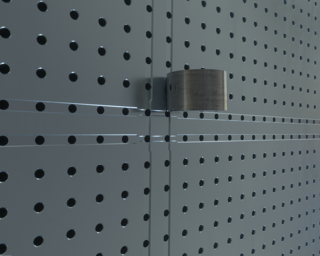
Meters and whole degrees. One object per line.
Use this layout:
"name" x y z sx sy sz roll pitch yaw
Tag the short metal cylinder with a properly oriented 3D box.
"short metal cylinder" 0.049 -0.047 0.413 0.081 0.080 0.050 -2 92 -40
